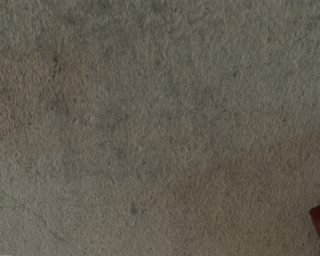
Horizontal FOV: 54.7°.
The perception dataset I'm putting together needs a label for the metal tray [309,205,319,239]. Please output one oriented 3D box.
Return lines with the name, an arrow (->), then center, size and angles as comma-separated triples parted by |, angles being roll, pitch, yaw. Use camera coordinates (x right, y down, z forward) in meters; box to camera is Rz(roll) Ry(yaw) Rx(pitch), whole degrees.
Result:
metal tray -> 0.295, 0.165, 0.472 | 0.090, 0.030, 0.130 | -25, 109, 8
